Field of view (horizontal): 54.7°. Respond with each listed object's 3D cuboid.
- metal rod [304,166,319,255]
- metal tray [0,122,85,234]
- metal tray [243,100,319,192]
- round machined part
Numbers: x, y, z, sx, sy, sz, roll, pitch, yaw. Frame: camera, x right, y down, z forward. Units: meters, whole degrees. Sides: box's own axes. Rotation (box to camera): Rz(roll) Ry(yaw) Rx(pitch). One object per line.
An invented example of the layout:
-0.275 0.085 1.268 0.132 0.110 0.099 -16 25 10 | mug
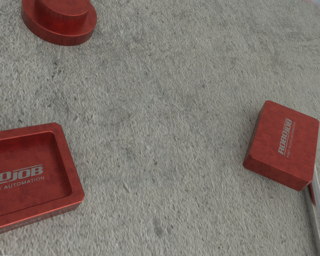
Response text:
0.231 0.137 0.447 0.025 0.025 0.300 17 55 -19 | metal rod
-0.148 0.049 0.290 0.131 0.030 0.090 -12 68 -33 | metal tray
0.188 0.022 0.474 0.090 0.030 0.130 24 51 9 | metal tray
-0.134 -0.163 0.421 0.099 0.042 0.098 14 56 -21 | round machined part
